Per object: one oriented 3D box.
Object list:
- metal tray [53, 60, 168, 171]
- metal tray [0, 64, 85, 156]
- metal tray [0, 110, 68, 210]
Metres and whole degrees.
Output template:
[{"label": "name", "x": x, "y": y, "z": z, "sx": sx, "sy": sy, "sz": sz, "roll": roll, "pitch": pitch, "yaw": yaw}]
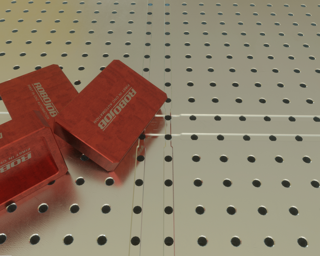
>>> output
[{"label": "metal tray", "x": -0.060, "y": -0.021, "z": 0.400, "sx": 0.090, "sy": 0.030, "sz": 0.130, "roll": 36, "pitch": 55, "yaw": -1}, {"label": "metal tray", "x": -0.157, "y": -0.029, "z": 0.426, "sx": 0.091, "sy": 0.030, "sz": 0.130, "roll": -27, "pitch": 55, "yaw": -21}, {"label": "metal tray", "x": -0.171, "y": 0.046, "z": 0.324, "sx": 0.131, "sy": 0.089, "sz": 0.030, "roll": -30, "pitch": 57, "yaw": -23}]
